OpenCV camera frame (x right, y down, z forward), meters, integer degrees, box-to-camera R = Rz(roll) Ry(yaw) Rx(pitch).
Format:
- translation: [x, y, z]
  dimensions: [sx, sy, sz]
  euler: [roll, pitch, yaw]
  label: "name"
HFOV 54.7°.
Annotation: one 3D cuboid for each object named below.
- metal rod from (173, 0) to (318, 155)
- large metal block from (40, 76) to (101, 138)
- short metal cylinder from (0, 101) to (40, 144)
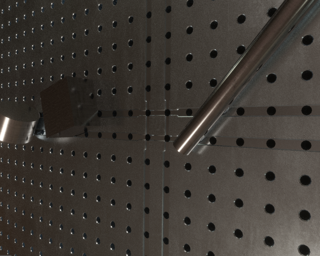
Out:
- translation: [0.106, -0.083, 0.320]
  dimensions: [0.025, 0.025, 0.298]
  euler: [51, 119, 27]
  label: "metal rod"
- translation: [-0.150, -0.032, 0.514]
  dimensions: [0.080, 0.050, 0.080]
  euler: [-19, 78, 38]
  label: "large metal block"
- translation: [-0.282, -0.012, 0.602]
  dimensions: [0.080, 0.081, 0.050]
  euler: [39, 114, 32]
  label: "short metal cylinder"
